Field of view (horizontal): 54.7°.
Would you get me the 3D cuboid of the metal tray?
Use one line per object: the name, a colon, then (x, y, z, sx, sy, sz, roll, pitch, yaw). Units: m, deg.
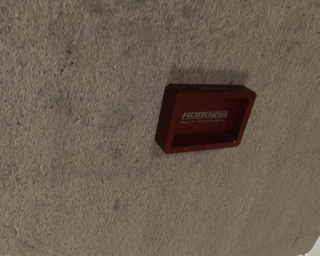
metal tray: (0.064, -0.014, 0.431, 0.131, 0.030, 0.089, -3, 120, -27)
